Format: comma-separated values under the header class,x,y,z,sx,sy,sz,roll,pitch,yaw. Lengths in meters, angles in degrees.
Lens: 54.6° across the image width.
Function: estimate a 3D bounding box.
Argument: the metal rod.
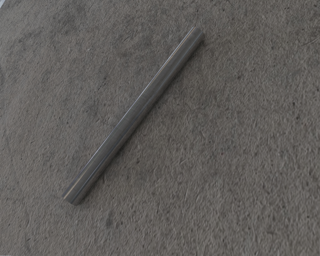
class,x,y,z,sx,sy,sz,roll,pitch,yaw
metal rod,-0.031,-0.023,0.435,0.025,0.025,0.300,29,77,37
